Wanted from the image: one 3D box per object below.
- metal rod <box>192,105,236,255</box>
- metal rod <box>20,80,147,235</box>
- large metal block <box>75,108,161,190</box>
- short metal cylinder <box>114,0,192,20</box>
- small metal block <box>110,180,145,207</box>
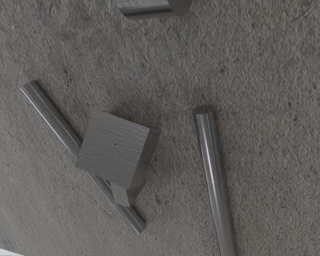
[{"bbox_3d":[0.082,0.109,0.430,0.025,0.025,0.298,1,119,28],"label":"metal rod"},{"bbox_3d":[-0.118,0.054,0.501,0.025,0.025,0.299,-26,104,37],"label":"metal rod"},{"bbox_3d":[-0.054,0.026,0.413,0.080,0.050,0.080,20,93,16],"label":"large metal block"},{"bbox_3d":[-0.006,-0.143,0.286,0.050,0.080,0.079,4,120,26],"label":"short metal cylinder"},{"bbox_3d":[-0.048,0.081,0.464,0.025,0.050,0.050,10,127,23],"label":"small metal block"}]
